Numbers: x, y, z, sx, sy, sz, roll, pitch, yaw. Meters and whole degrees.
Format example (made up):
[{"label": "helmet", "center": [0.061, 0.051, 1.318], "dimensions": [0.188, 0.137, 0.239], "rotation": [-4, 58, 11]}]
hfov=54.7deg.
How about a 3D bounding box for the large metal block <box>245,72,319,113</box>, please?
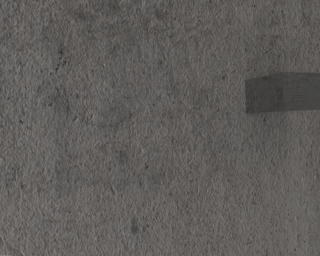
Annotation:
[{"label": "large metal block", "center": [0.181, -0.049, 0.447], "dimensions": [0.081, 0.080, 0.050], "rotation": [-3, 91, -20]}]
